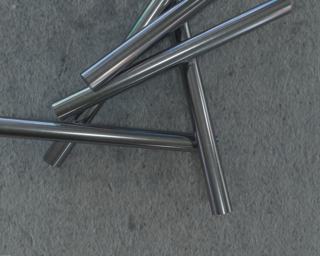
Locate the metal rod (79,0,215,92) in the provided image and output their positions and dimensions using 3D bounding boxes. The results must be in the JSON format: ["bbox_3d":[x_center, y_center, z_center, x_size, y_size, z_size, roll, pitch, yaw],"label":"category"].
[{"bbox_3d":[0.031,-0.145,0.379,0.301,0.025,0.025,-40,90,-13],"label":"metal rod"}]

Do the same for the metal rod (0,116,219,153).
[{"bbox_3d":[-0.074,0.009,0.384,0.302,0.025,0.025,5,90,-11],"label":"metal rod"}]

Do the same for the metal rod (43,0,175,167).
[{"bbox_3d":[-0.055,-0.076,0.394,0.025,0.025,0.299,36,96,-1],"label":"metal rod"}]

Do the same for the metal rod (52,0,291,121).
[{"bbox_3d":[0.014,-0.084,0.371,0.301,0.025,0.025,-25,90,0],"label":"metal rod"}]

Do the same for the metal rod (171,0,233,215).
[{"bbox_3d":[0.044,-0.044,0.391,0.025,0.025,0.298,-12,82,0],"label":"metal rod"}]
